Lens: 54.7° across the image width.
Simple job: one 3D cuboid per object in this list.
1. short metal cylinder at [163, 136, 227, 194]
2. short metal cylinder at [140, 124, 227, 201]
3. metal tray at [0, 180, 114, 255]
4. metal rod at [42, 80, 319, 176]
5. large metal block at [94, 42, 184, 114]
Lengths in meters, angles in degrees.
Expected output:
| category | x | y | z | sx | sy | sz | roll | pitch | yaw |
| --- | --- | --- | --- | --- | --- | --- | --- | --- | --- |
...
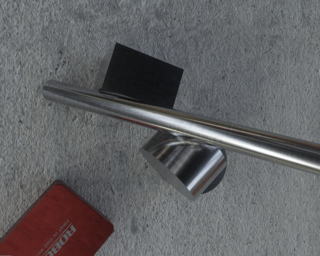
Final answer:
| category | x | y | z | sx | sy | sz | roll | pitch | yaw |
| --- | --- | --- | --- | --- | --- | --- | --- | --- | --- |
| short metal cylinder | 0.041 | 0.043 | 0.411 | 0.081 | 0.050 | 0.080 | 0 | 90 | -20 |
| short metal cylinder | 0.024 | 0.033 | 0.336 | 0.050 | 0.080 | 0.080 | -45 | 104 | -13 |
| metal tray | -0.130 | 0.138 | 0.359 | 0.090 | 0.030 | 0.130 | 44 | 76 | -15 |
| metal rod | 0.003 | -0.009 | 0.304 | 0.301 | 0.025 | 0.025 | 15 | 83 | 24 |
| large metal block | -0.030 | -0.054 | 0.369 | 0.081 | 0.080 | 0.050 | 18 | 84 | -19 |
